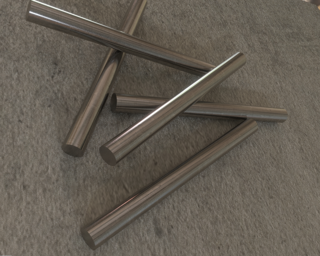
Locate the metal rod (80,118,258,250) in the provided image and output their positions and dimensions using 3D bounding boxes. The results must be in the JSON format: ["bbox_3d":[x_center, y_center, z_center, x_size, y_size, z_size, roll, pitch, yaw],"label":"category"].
[{"bbox_3d":[0.036,0.052,0.392,0.302,0.025,0.025,-28,77,-38],"label":"metal rod"}]

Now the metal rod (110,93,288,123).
[{"bbox_3d":[0.075,-0.027,0.462,0.303,0.025,0.025,2,61,-27],"label":"metal rod"}]

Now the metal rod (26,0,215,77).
[{"bbox_3d":[-0.024,-0.110,0.431,0.302,0.025,0.025,10,57,-33],"label":"metal rod"}]

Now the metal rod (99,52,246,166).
[{"bbox_3d":[0.038,-0.042,0.418,0.025,0.025,0.302,48,51,5],"label":"metal rod"}]

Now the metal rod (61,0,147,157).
[{"bbox_3d":[-0.064,-0.092,0.426,0.025,0.025,0.300,25,53,-14],"label":"metal rod"}]
